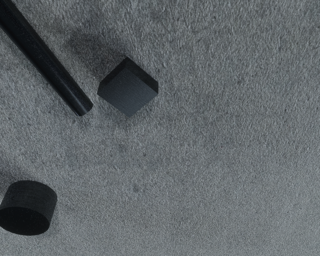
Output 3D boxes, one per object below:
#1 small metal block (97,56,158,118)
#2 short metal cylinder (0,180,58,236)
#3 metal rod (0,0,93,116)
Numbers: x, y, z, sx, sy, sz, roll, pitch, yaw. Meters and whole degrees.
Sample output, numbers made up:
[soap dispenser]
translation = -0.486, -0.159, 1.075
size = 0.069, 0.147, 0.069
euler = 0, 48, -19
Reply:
[small metal block]
translation = -0.037, -0.047, 0.367
size = 0.050, 0.025, 0.050
euler = -37, 121, 27
[short metal cylinder]
translation = -0.212, 0.129, 0.498
size = 0.081, 0.050, 0.079
euler = 0, 130, 0
[metal rod]
translation = -0.161, -0.125, 0.298
size = 0.025, 0.025, 0.299
euler = -21, 128, 16
